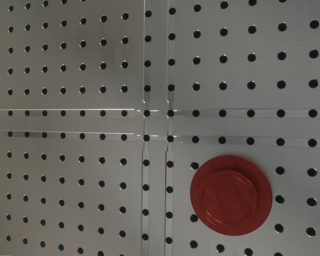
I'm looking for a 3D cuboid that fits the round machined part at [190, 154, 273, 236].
[{"bbox_3d":[0.084,0.082,0.374,0.098,0.042,0.097,0,90,20],"label":"round machined part"}]
